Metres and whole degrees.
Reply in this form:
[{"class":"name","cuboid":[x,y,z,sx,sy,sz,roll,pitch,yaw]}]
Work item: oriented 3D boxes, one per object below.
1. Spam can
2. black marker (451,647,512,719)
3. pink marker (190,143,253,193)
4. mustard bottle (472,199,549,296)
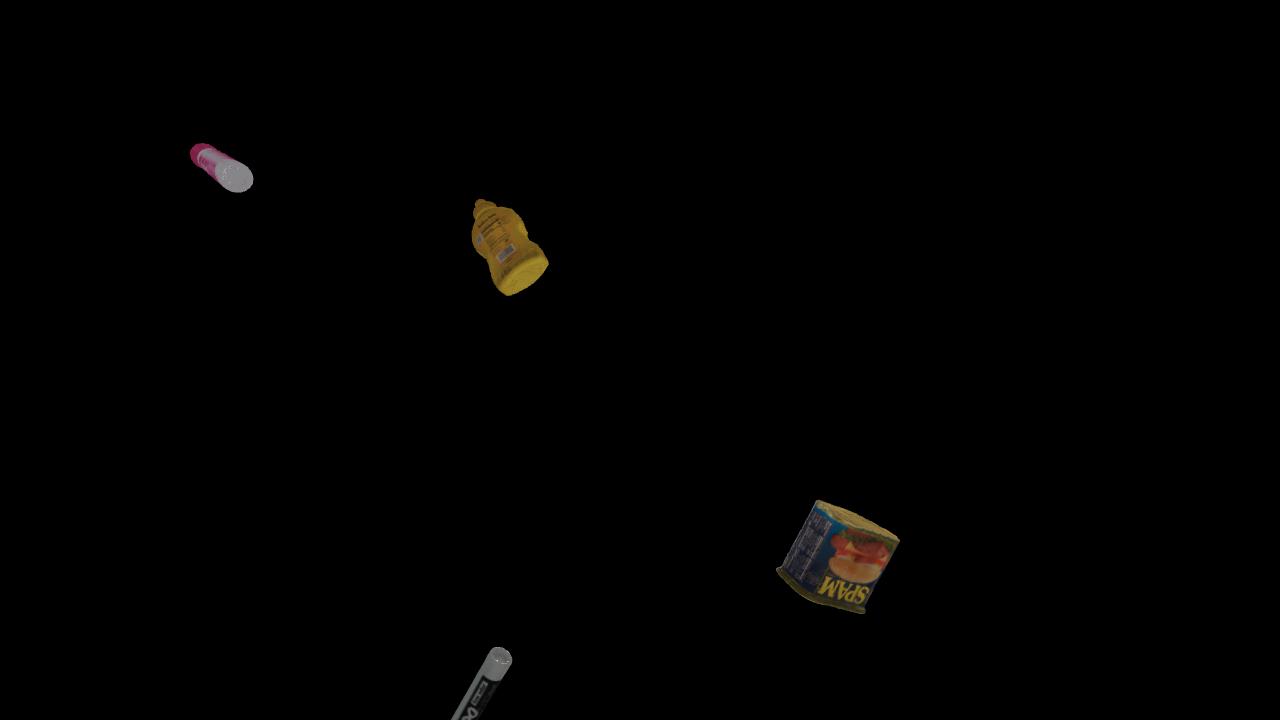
[{"class":"Spam can","cuboid":[0.201,0.197,0.620,0.101,0.085,0.058,24,5,-29]},{"class":"black marker","cuboid":[-0.133,0.273,0.470,0.020,0.121,0.020,29,9,-5]},{"class":"pink marker","cuboid":[-0.290,-0.134,0.423,0.020,0.020,0.121,0,20,-43]},{"class":"mustard bottle","cuboid":[-0.223,-0.195,0.987,0.092,0.184,0.054,-40,-27,12]}]
